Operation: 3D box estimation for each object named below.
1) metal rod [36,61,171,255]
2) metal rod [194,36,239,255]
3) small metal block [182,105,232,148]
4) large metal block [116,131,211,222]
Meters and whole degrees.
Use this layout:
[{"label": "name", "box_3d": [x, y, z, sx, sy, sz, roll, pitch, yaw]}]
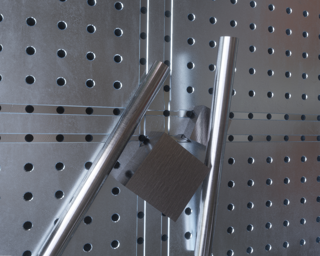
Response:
[{"label": "metal rod", "box_3d": [-0.070, 0.045, 0.387, 0.025, 0.025, 0.300, 33, 79, -17]}, {"label": "metal rod", "box_3d": [0.074, 0.032, 0.415, 0.025, 0.025, 0.298, 2, 99, -20]}, {"label": "small metal block", "box_3d": [0.067, 0.001, 0.439, 0.050, 0.025, 0.050, 25, 81, -19]}, {"label": "large metal block", "box_3d": [0.004, 0.060, 0.402, 0.080, 0.050, 0.080, 39, 77, -16]}]
